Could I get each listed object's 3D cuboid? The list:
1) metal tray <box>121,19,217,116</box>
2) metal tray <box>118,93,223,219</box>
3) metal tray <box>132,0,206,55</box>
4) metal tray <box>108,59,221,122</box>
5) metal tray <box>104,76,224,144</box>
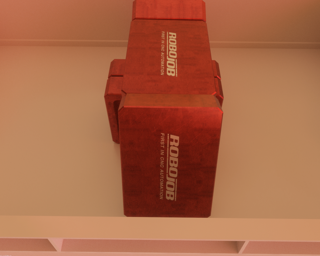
[{"bbox_3d":[0.009,-0.072,0.343,0.091,0.030,0.130,1,50,0],"label":"metal tray"},{"bbox_3d":[0.009,0.032,0.306,0.091,0.129,0.030,1,28,0],"label":"metal tray"},{"bbox_3d":[0.011,-0.124,0.438,0.091,0.130,0.030,1,71,0],"label":"metal tray"},{"bbox_3d":[0.005,-0.043,0.397,0.131,0.090,0.030,1,50,0],"label":"metal tray"},{"bbox_3d":[0.005,-0.019,0.378,0.131,0.090,0.030,1,50,0],"label":"metal tray"}]
